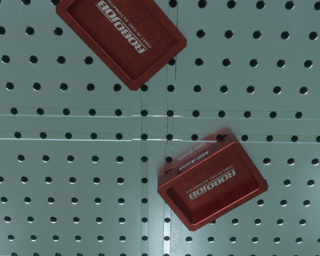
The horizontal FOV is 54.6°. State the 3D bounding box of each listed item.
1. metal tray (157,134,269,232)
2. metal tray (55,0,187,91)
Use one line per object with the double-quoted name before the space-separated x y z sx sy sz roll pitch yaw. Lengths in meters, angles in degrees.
"metal tray" 0.073 0.079 0.440 0.130 0.030 0.090 -33 107 11
"metal tray" -0.043 -0.120 0.365 0.090 0.030 0.130 -40 106 13
